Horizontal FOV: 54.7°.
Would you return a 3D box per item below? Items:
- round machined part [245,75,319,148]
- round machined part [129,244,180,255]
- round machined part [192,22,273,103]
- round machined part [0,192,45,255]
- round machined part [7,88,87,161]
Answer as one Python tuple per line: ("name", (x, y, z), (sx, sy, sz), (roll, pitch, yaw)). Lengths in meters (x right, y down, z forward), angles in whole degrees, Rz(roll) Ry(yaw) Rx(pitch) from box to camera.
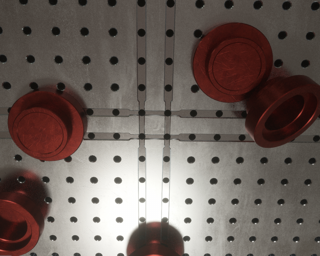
("round machined part", (0.147, -0.024, 0.383), (0.099, 0.042, 0.097), (-16, 136, -15))
("round machined part", (-0.009, 0.223, 0.487), (0.099, 0.042, 0.097), (0, 110, -1))
("round machined part", (0.089, -0.077, 0.377), (0.099, 0.042, 0.097), (0, 110, -1))
("round machined part", (-0.218, 0.134, 0.451), (0.099, 0.042, 0.097), (0, 110, -1))
("round machined part", (-0.149, 0.000, 0.402), (0.099, 0.042, 0.097), (0, 110, -1))
